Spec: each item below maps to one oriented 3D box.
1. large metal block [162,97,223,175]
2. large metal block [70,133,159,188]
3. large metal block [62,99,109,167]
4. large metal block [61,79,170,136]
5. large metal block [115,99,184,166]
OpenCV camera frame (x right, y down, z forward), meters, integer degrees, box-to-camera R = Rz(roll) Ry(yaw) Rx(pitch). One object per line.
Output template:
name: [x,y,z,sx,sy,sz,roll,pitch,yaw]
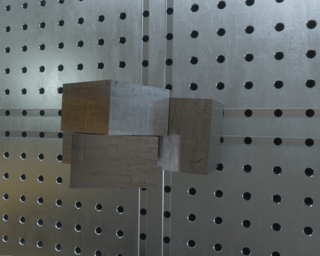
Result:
large metal block: [0.042,0.008,0.368,0.050,0.080,0.079,4,92,20]
large metal block: [-0.051,0.031,0.329,0.081,0.080,0.050,3,91,-14]
large metal block: [-0.082,0.005,0.411,0.050,0.080,0.079,2,91,20]
large metal block: [-0.047,-0.019,0.331,0.080,0.081,0.050,3,91,42]
large metal block: [-0.015,0.005,0.401,0.080,0.050,0.079,3,91,19]
